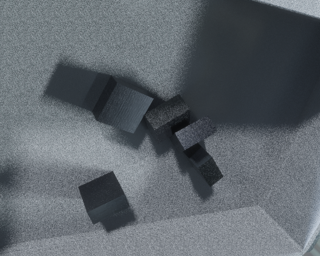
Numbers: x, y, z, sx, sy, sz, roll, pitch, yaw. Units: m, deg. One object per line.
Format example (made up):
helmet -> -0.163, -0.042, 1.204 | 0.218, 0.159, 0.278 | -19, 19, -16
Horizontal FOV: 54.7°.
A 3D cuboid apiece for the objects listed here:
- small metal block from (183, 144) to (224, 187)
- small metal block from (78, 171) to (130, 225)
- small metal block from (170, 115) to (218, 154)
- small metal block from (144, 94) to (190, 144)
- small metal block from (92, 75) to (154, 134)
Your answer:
small metal block -> 0.062, 0.051, 0.458 | 0.025, 0.050, 0.050 | -37, 129, -3
small metal block -> -0.074, 0.091, 0.408 | 0.050, 0.050, 0.025 | -24, 127, -14
small metal block -> 0.044, 0.010, 0.421 | 0.050, 0.050, 0.025 | -29, 84, -10
small metal block -> 0.010, -0.010, 0.394 | 0.050, 0.025, 0.050 | -31, 159, -9
small metal block -> -0.044, -0.027, 0.367 | 0.050, 0.025, 0.050 | 21, 107, -34
